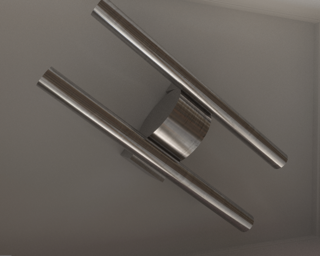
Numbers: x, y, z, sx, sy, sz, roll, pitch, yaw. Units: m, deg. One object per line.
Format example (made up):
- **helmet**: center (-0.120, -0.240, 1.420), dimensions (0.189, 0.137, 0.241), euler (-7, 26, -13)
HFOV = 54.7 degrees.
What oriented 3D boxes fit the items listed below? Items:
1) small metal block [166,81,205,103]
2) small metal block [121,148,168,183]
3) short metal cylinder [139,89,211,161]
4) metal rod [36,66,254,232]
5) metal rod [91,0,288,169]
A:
- **small metal block**: center (0.042, -0.045, 0.412), dimensions (0.050, 0.050, 0.025), euler (38, 78, -16)
- **small metal block**: center (-0.017, 0.040, 0.390), dimensions (0.050, 0.050, 0.025), euler (38, 78, -16)
- **short metal cylinder**: center (0.017, -0.003, 0.387), dimensions (0.050, 0.080, 0.080), euler (38, 78, -17)
- **metal rod**: center (-0.003, 0.035, 0.357), dimensions (0.301, 0.025, 0.025), euler (37, 78, -16)
- **metal rod**: center (0.048, -0.043, 0.375), dimensions (0.301, 0.025, 0.025), euler (38, 78, -17)
